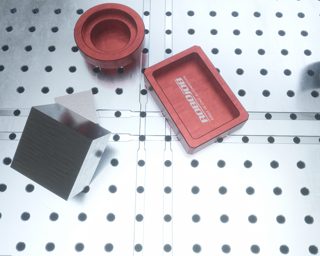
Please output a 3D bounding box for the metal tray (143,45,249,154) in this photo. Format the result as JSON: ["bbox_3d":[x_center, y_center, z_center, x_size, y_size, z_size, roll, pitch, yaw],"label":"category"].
[{"bbox_3d":[0.046,-0.041,0.424,0.090,0.030,0.130,-28,73,-10],"label":"metal tray"}]

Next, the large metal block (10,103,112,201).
[{"bbox_3d":[-0.117,0.026,0.369,0.080,0.050,0.080,28,105,9],"label":"large metal block"}]

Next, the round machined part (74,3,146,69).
[{"bbox_3d":[-0.070,-0.128,0.449,0.099,0.042,0.098,0,70,-1],"label":"round machined part"}]

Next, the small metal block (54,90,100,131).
[{"bbox_3d":[-0.110,-0.019,0.417,0.050,0.025,0.050,-13,71,-5],"label":"small metal block"}]
